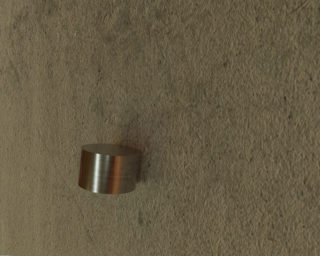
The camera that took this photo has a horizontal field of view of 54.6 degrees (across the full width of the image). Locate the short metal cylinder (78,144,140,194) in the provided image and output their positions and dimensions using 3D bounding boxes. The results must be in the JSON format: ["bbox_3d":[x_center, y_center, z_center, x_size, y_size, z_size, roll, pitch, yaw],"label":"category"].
[{"bbox_3d":[-0.070,0.054,0.428,0.080,0.081,0.050,12,98,39],"label":"short metal cylinder"}]
